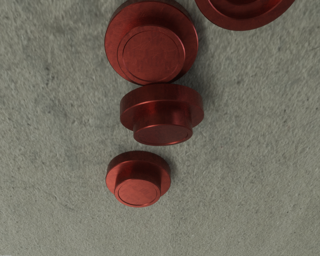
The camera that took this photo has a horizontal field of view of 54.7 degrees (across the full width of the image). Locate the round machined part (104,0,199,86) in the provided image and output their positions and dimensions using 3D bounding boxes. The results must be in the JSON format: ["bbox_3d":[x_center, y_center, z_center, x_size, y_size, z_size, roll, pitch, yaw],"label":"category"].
[{"bbox_3d":[-0.009,-0.083,0.325,0.099,0.042,0.097,-1,130,0],"label":"round machined part"}]

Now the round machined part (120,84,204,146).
[{"bbox_3d":[0.003,-0.009,0.363,0.099,0.042,0.098,-3,157,-1],"label":"round machined part"}]

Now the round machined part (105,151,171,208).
[{"bbox_3d":[-0.033,0.083,0.467,0.099,0.042,0.097,-1,130,0],"label":"round machined part"}]

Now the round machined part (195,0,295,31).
[{"bbox_3d":[0.075,-0.142,0.277,0.099,0.042,0.097,-1,130,0],"label":"round machined part"}]
